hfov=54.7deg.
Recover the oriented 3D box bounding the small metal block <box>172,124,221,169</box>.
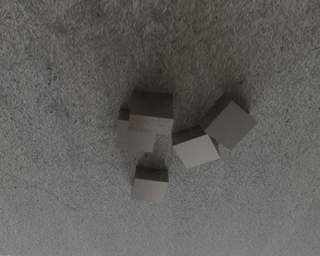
[{"bbox_3d":[0.050,0.025,0.429,0.050,0.025,0.050,-20,128,16],"label":"small metal block"}]

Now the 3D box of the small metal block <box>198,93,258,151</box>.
[{"bbox_3d":[0.086,-0.007,0.393,0.050,0.025,0.050,34,105,-26],"label":"small metal block"}]

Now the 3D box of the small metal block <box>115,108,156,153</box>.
[{"bbox_3d":[-0.031,0.003,0.410,0.050,0.025,0.050,7,130,-6],"label":"small metal block"}]

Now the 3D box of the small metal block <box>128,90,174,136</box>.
[{"bbox_3d":[-0.011,-0.019,0.374,0.050,0.050,0.025,6,130,-6],"label":"small metal block"}]

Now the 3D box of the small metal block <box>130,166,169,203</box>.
[{"bbox_3d":[-0.017,0.088,0.482,0.050,0.025,0.050,8,130,-7],"label":"small metal block"}]
